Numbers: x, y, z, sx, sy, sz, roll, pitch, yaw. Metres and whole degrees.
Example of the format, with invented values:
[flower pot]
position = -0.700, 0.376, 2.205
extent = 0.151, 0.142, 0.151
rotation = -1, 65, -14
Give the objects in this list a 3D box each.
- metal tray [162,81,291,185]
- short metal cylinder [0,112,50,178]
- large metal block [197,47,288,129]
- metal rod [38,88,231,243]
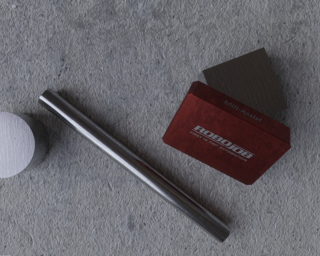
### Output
[metal tray]
position = 0.079, 0.010, 0.382
extent = 0.130, 0.030, 0.089
rotation = 27, 133, -1
[short metal cylinder]
position = -0.190, 0.020, 0.395
extent = 0.081, 0.050, 0.079
rotation = 0, 90, -1
[large metal block]
position = 0.103, -0.047, 0.399
extent = 0.080, 0.050, 0.080
rotation = -21, 90, -1
[metal rod]
position = -0.033, 0.050, 0.409
extent = 0.300, 0.025, 0.025
rotation = 38, 90, -1
